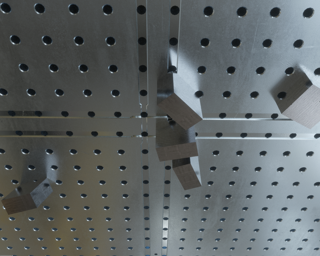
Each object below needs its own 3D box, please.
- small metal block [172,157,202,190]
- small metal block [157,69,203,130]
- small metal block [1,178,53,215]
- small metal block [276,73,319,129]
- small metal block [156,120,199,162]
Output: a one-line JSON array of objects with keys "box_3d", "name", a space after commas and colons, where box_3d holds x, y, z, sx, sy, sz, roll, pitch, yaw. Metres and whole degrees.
[{"box_3d": [0.037, 0.051, 0.439, 0.025, 0.050, 0.050, -17, 128, 14], "name": "small metal block"}, {"box_3d": [0.023, -0.034, 0.367, 0.025, 0.050, 0.050, -35, 122, 26], "name": "small metal block"}, {"box_3d": [-0.204, 0.105, 0.478, 0.050, 0.050, 0.025, -15, 104, 13], "name": "small metal block"}, {"box_3d": [0.184, -0.032, 0.386, 0.050, 0.025, 0.050, 24, 126, -19], "name": "small metal block"}, {"box_3d": [0.022, 0.014, 0.407, 0.050, 0.050, 0.025, -9, 130, 7], "name": "small metal block"}]
